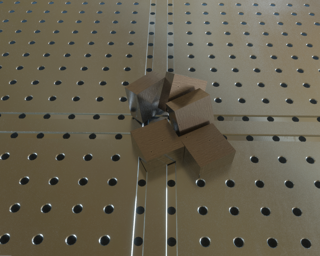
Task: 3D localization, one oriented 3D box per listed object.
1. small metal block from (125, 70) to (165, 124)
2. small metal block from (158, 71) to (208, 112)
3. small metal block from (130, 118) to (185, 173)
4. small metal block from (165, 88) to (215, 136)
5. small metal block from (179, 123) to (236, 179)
[{"bbox_3d":[-0.016,-0.043,0.425,0.050,0.050,0.025,-36,50,-26],"label":"small metal block"},{"bbox_3d":[0.030,-0.045,0.416,0.050,0.050,0.025,8,13,-26],"label":"small metal block"},{"bbox_3d":[-0.004,0.021,0.390,0.050,0.025,0.050,-20,53,-16],"label":"small metal block"},{"bbox_3d":[0.040,-0.016,0.399,0.050,0.050,0.025,-25,35,-13],"label":"small metal block"},{"bbox_3d":[0.057,0.027,0.385,0.050,0.025,0.050,-22,54,-18],"label":"small metal block"}]
